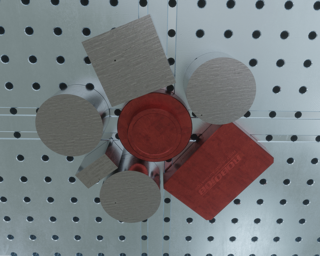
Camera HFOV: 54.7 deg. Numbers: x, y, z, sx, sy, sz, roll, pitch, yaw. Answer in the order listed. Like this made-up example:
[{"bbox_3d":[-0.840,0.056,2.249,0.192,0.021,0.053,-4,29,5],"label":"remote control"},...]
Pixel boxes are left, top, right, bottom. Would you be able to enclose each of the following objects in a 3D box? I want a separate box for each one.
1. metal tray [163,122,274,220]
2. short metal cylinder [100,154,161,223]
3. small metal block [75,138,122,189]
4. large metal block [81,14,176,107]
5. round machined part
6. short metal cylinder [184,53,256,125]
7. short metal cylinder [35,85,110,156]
[{"bbox_3d":[0.078,0.057,0.431,0.090,0.030,0.130,39,105,-13],"label":"metal tray"},{"bbox_3d":[-0.039,0.083,0.429,0.081,0.050,0.079,0,110,0],"label":"short metal cylinder"},{"bbox_3d":[-0.080,0.047,0.415,0.050,0.050,0.025,-35,106,12],"label":"small metal block"},{"bbox_3d":[-0.034,-0.081,0.370,0.080,0.050,0.080,-20,109,7],"label":"large metal block"},{"bbox_3d":[-0.007,0.001,0.404,0.099,0.042,0.097,0,110,0],"label":"round machined part"},{"bbox_3d":[0.071,-0.050,0.381,0.081,0.050,0.079,0,110,0],"label":"short metal cylinder"},{"bbox_3d":[-0.108,-0.011,0.394,0.081,0.050,0.079,0,110,0],"label":"short metal cylinder"}]
